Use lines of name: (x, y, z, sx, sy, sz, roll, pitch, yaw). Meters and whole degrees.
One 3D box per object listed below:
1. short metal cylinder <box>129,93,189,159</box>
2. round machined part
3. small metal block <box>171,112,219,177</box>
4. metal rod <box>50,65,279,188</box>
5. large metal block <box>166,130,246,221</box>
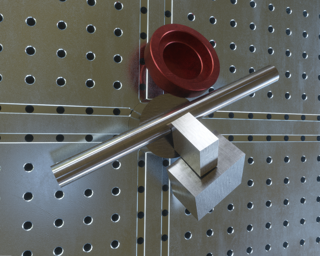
short metal cylinder: (0.005, -0.003, 0.401, 0.081, 0.050, 0.079, 0, 90, -21)
round machined part: (0.025, -0.082, 0.401, 0.099, 0.042, 0.098, 11, 63, -22)
small metal block: (0.039, 0.019, 0.350, 0.025, 0.050, 0.050, -31, 143, -18)
metal rod: (0.021, -0.011, 0.368, 0.302, 0.025, 0.025, -26, 99, -19)
large metal block: (0.060, 0.062, 0.398, 0.080, 0.050, 0.080, -37, 147, -16)
